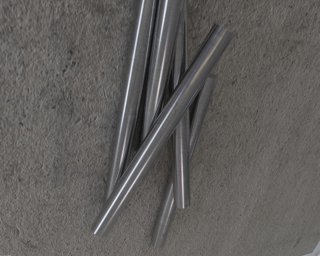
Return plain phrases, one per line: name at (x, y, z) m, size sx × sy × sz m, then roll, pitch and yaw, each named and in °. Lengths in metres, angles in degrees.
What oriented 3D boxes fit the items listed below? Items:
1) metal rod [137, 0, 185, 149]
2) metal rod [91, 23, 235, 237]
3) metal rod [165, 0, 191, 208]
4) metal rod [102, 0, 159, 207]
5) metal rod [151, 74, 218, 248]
metal rod at (0.003, -0.081, 0.335) m, size 0.025 × 0.025 × 0.298 m, roll -7°, pitch 129°, yaw -25°
metal rod at (-0.006, 0.017, 0.372) m, size 0.025 × 0.025 × 0.298 m, roll 18°, pitch 112°, yaw -35°
metal rod at (0.024, -0.022, 0.388) m, size 0.025 × 0.025 × 0.298 m, roll -15°, pitch 119°, yaw -20°
metal rod at (-0.039, -0.015, 0.375) m, size 0.025 × 0.025 × 0.298 m, roll -1°, pitch 119°, yaw -28°
metal rod at (0.029, 0.063, 0.461) m, size 0.025 × 0.025 × 0.298 m, roll 0°, pitch 119°, yaw -28°
